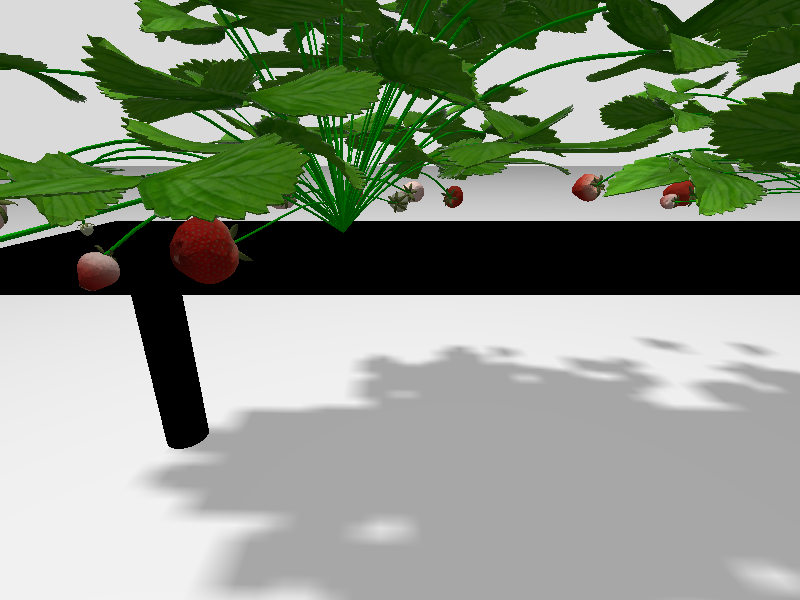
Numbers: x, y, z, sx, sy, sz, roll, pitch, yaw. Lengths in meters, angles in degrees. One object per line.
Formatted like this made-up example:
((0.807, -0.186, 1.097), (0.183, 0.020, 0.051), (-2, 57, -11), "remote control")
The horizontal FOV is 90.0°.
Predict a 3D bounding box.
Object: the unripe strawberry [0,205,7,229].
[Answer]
((-0.346, -0.070, 0.320), (0.046, 0.039, 0.045), (-22, 20, 3), "unripe strawberry")

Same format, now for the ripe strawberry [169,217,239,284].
((-0.101, -0.025, 0.204), (0.030, 0.034, 0.033), (7, 22, 18), "ripe strawberry")

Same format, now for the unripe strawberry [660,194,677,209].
((0.330, -0.121, 0.492), (0.016, 0.019, 0.018), (-9, 21, -23), "unripe strawberry")

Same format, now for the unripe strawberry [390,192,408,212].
((0.000, -0.117, 0.479), (0.022, 0.023, 0.023), (7, 21, 18), "unripe strawberry")

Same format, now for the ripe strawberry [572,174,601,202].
((0.271, -0.163, 0.584), (0.037, 0.039, 0.041), (-10, 11, -25), "ripe strawberry")

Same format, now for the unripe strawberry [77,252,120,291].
((-0.152, -0.014, 0.200), (0.019, 0.019, 0.017), (13, -20, 31), "unripe strawberry")

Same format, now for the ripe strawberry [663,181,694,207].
((0.354, -0.135, 0.508), (0.037, 0.032, 0.037), (-5, 20, -14), "ripe strawberry")

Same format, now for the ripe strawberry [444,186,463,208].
((0.069, -0.129, 0.502), (0.024, 0.027, 0.026), (14, 23, 33), "ripe strawberry")

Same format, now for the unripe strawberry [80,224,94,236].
((-0.259, -0.058, 0.332), (0.010, 0.010, 0.009), (-2, 20, -5), "unripe strawberry")

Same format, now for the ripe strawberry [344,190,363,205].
((-0.063, -0.143, 0.544), (0.027, 0.028, 0.029), (-1, 19, -3), "ripe strawberry")

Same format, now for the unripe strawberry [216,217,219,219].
((-0.187, -0.089, 0.404), (0.012, 0.015, 0.015), (8, 22, 22), "unripe strawberry")

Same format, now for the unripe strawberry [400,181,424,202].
((0.018, -0.150, 0.555), (0.033, 0.028, 0.033), (6, 20, 16), "unripe strawberry")
